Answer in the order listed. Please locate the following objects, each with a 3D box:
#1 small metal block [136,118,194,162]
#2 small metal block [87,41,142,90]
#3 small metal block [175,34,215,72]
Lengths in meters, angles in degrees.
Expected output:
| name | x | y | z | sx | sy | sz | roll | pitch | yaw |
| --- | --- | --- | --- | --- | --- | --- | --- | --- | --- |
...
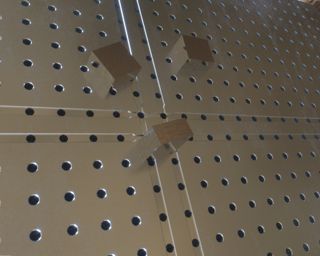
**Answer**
| name | x | y | z | sx | sy | sz | roll | pitch | yaw |
| --- | --- | --- | --- | --- | --- | --- | --- | --- | --- |
| small metal block | 0.006 | 0.015 | 0.388 | 0.050 | 0.050 | 0.025 | -15 | 70 | -34 |
| small metal block | -0.063 | -0.087 | 0.429 | 0.050 | 0.025 | 0.050 | -33 | 81 | -38 |
| small metal block | 0.058 | -0.124 | 0.517 | 0.050 | 0.025 | 0.050 | 3 | 60 | -27 |
